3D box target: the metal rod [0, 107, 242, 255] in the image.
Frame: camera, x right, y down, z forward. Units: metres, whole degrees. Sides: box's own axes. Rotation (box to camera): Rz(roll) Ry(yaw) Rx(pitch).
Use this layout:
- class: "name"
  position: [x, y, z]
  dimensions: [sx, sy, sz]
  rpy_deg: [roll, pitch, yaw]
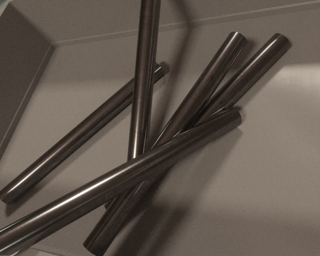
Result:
- class: "metal rod"
  position: [-0.033, 0.048, 0.305]
  dimensions: [0.302, 0.025, 0.025]
  rpy_deg: [-27, 46, -25]

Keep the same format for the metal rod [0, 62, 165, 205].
- class: "metal rod"
  position: [-0.115, 0.006, 0.460]
  dimensions: [0.300, 0.025, 0.025]
  rpy_deg: [-40, 51, 0]

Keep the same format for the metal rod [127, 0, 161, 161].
- class: "metal rod"
  position: [-0.017, -0.099, 0.391]
  dimensions: [0.025, 0.025, 0.298]
  rpy_deg: [5, 90, 30]

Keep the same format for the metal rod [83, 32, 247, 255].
- class: "metal rod"
  position: [0.013, 0.010, 0.358]
  dimensions: [0.025, 0.025, 0.300]
  rpy_deg: [27, 77, 37]

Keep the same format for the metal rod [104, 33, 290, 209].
- class: "metal rod"
  position: [0.048, -0.005, 0.382]
  dimensions: [0.300, 0.025, 0.025]
  rpy_deg: [-45, 51, -4]
